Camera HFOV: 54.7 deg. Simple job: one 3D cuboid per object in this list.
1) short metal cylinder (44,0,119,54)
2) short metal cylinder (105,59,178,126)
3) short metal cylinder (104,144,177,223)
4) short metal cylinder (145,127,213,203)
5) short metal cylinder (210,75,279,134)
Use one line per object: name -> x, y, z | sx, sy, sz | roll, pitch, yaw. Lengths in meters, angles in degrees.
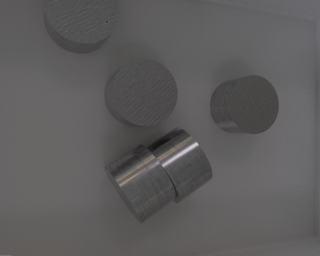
short metal cylinder -> -0.093, -0.133, 0.363 | 0.081, 0.050, 0.080 | 0, 90, -20
short metal cylinder -> -0.025, -0.042, 0.388 | 0.081, 0.050, 0.080 | 0, 90, -20
short metal cylinder -> -0.024, 0.066, 0.372 | 0.050, 0.080, 0.080 | -33, 101, -17
short metal cylinder -> 0.020, 0.046, 0.389 | 0.050, 0.080, 0.080 | -32, 101, -17
short metal cylinder -> 0.119, -0.032, 0.441 | 0.081, 0.050, 0.080 | 0, 90, -20
